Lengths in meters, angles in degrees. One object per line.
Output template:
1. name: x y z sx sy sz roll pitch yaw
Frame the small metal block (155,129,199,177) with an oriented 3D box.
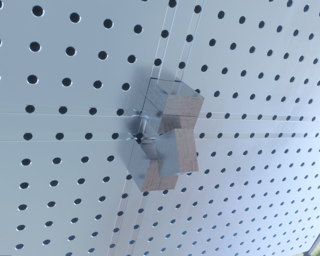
1. small metal block: 0.019 0.031 0.372 0.025 0.050 0.050 1 76 -28

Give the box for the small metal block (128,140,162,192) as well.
1. small metal block: -0.018 0.050 0.417 0.025 0.050 0.050 1 118 -30

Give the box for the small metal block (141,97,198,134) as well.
1. small metal block: 0.011 -0.016 0.392 0.050 0.050 0.025 2 118 -30

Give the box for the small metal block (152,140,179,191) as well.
1. small metal block: 0.004 0.050 0.429 0.025 0.050 0.050 1 118 -30

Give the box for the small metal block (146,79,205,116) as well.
1. small metal block: 0.018 -0.038 0.382 0.050 0.050 0.025 2 118 -30
